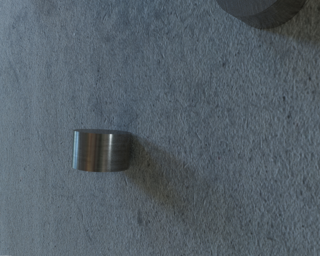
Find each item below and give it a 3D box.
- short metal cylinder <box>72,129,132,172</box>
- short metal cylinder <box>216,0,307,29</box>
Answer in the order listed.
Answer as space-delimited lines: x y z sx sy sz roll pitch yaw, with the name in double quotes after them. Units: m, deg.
-0.082 0.030 0.437 0.080 0.081 0.050 6 94 40 "short metal cylinder"
0.100 -0.144 0.306 0.080 0.050 0.080 0 90 40 "short metal cylinder"
